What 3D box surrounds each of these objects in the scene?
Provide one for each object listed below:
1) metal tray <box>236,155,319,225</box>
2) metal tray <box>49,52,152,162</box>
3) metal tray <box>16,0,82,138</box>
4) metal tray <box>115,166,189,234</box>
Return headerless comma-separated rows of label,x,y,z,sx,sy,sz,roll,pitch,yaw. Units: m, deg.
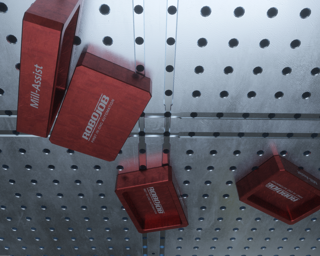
metal tray,0.201,0.104,0.500,0.131,0.030,0.090,29,124,-23
metal tray,-0.077,-0.020,0.391,0.091,0.030,0.129,21,127,-17
metal tray,-0.111,-0.065,0.311,0.030,0.090,0.129,15,129,-12
metal tray,-0.010,0.122,0.512,0.090,0.030,0.129,-12,130,9
